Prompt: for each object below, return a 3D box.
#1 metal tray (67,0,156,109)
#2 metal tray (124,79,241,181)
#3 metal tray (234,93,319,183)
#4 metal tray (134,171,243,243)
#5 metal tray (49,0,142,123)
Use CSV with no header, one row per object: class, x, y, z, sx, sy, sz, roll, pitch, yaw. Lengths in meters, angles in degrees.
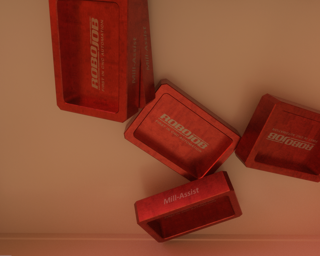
metal tray,-0.057,-0.090,0.357,0.090,0.030,0.129,4,112,22
metal tray,0.030,0.008,0.411,0.130,0.030,0.090,34,106,-12
metal tray,0.173,0.016,0.400,0.131,0.030,0.089,14,110,-21
metal tray,0.042,0.112,0.428,0.130,0.030,0.090,-21,139,7
metal tray,-0.068,-0.077,0.331,0.090,0.030,0.129,12,114,18
